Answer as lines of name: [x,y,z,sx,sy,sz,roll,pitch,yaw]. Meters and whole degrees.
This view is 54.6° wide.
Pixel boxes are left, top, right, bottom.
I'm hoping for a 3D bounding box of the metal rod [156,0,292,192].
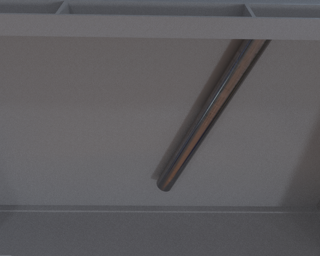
metal rod: [0.062,-0.016,0.395,0.025,0.025,0.298,17,128,-14]
